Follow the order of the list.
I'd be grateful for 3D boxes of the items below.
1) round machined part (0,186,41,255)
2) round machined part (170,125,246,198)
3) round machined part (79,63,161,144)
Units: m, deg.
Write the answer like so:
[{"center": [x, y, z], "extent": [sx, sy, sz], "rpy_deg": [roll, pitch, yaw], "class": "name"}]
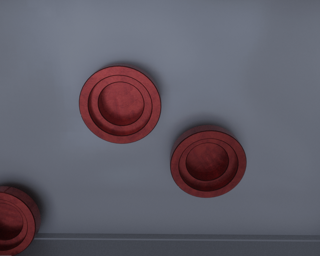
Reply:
[{"center": [-0.220, 0.129, 0.442], "extent": [0.099, 0.042, 0.097], "rpy_deg": [0, 100, -2], "class": "round machined part"}, {"center": [0.062, 0.041, 0.418], "extent": [0.099, 0.042, 0.097], "rpy_deg": [0, 110, 0], "class": "round machined part"}, {"center": [-0.048, -0.033, 0.390], "extent": [0.099, 0.042, 0.097], "rpy_deg": [0, 110, 0], "class": "round machined part"}]
